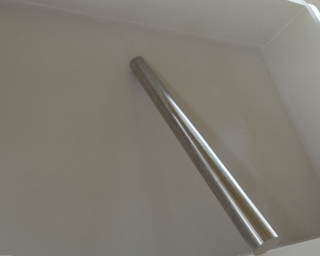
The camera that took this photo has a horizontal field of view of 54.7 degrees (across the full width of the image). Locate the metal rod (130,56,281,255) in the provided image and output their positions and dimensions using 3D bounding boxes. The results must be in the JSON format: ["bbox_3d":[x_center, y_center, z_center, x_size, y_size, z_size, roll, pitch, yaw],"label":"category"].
[{"bbox_3d":[0.026,0.001,0.347,0.025,0.025,0.300,-1,39,-29],"label":"metal rod"}]
